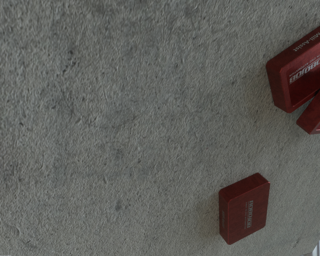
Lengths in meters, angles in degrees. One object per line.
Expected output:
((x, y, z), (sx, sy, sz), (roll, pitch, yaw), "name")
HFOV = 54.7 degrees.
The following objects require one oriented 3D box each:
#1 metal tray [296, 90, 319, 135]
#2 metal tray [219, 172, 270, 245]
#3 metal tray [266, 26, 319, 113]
((0.297, -0.035, 0.519), (0.131, 0.030, 0.089), (-3, 131, -38), "metal tray")
((0.158, 0.154, 0.585), (0.091, 0.030, 0.129), (-20, 126, -17), "metal tray")
((0.228, -0.093, 0.470), (0.130, 0.030, 0.090), (-34, 129, -6), "metal tray")
